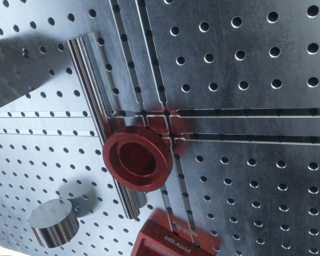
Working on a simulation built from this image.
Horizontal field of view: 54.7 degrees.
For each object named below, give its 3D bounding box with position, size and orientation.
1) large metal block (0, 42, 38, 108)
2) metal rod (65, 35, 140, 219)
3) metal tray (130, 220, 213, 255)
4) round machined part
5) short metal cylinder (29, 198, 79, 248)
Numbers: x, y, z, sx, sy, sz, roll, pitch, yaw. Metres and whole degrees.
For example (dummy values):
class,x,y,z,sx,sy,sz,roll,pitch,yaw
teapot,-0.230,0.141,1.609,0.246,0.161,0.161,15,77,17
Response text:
class,x,y,z,sx,sy,sz,roll,pitch,yaw
large metal block,-0.240,-0.080,0.453,0.080,0.080,0.050,26,128,12
metal rod,-0.078,0.015,0.461,0.025,0.025,0.298,1,119,28
metal tray,0.018,0.226,0.538,0.130,0.030,0.089,26,128,11
round machined part,-0.028,0.039,0.437,0.098,0.042,0.097,11,123,18
short metal cylinder,-0.202,0.181,0.594,0.080,0.080,0.050,3,120,26
